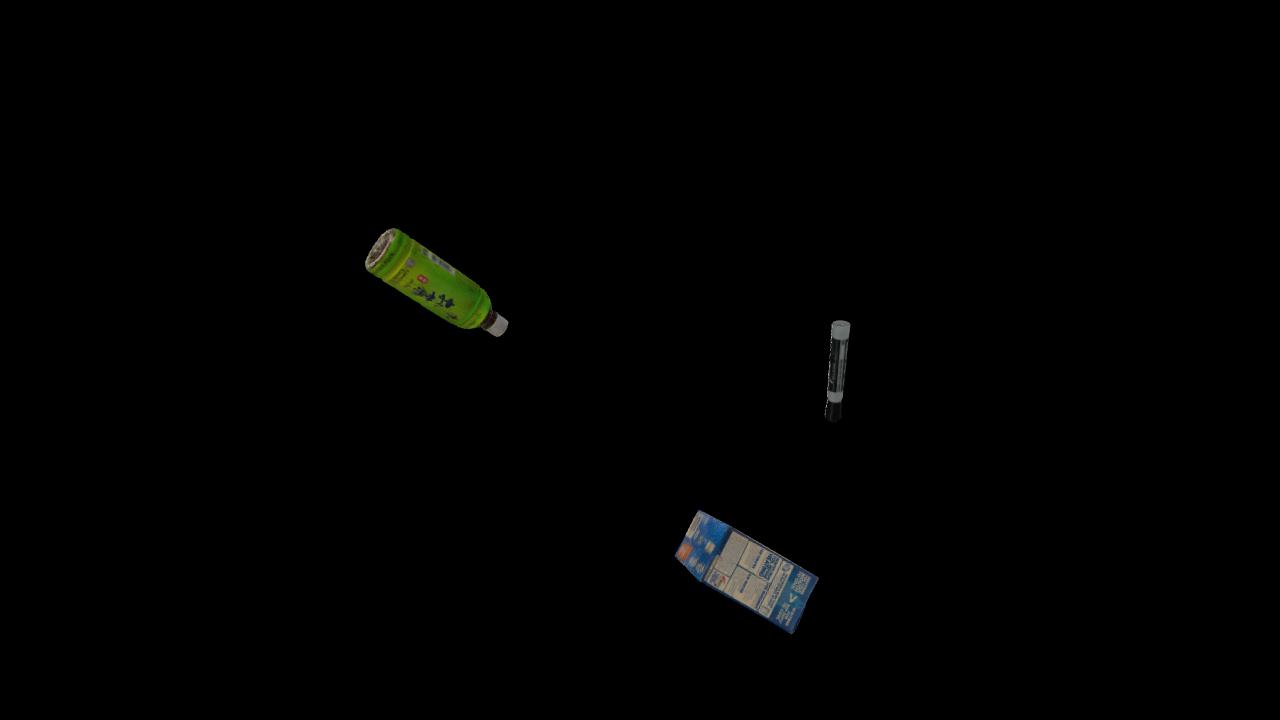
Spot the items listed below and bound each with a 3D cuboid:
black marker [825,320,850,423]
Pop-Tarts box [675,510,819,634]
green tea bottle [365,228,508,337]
[{"bbox_3d":[0.217,0.015,0.676,0.020,0.121,0.020,-3,26,2],"label":"black marker"},{"bbox_3d":[0.141,0.288,0.859,0.141,0.083,0.167,30,-9,-4],"label":"Pop-Tarts box"},{"bbox_3d":[-0.276,-0.099,0.872,0.073,0.073,0.212,0,-28,48],"label":"green tea bottle"}]
